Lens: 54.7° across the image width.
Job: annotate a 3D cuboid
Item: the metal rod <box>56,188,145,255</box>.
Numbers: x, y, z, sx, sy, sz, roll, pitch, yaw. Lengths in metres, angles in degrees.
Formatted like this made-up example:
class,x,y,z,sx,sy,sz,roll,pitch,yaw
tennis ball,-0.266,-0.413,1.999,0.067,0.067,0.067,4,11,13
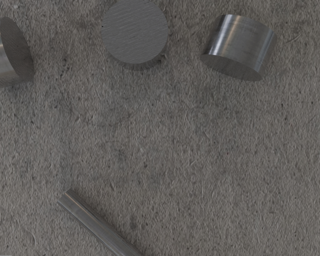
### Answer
class,x,y,z,sx,sy,sz,roll,pitch,yaw
metal rod,-0.016,0.190,0.409,0.300,0.025,0.025,42,90,0

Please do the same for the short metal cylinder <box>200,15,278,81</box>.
class,x,y,z,sx,sy,sz,roll,pitch,yaw
short metal cylinder,0.096,-0.097,0.383,0.080,0.080,0.050,22,90,0

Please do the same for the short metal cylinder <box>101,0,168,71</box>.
class,x,y,z,sx,sy,sz,roll,pitch,yaw
short metal cylinder,-0.030,-0.117,0.397,0.081,0.050,0.079,0,90,0

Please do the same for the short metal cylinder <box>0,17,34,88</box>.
class,x,y,z,sx,sy,sz,roll,pitch,yaw
short metal cylinder,-0.199,-0.090,0.381,0.050,0.080,0.080,-14,90,0
